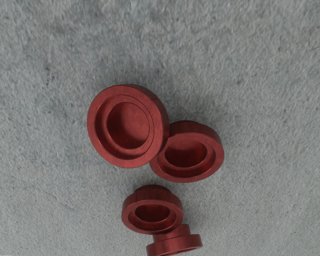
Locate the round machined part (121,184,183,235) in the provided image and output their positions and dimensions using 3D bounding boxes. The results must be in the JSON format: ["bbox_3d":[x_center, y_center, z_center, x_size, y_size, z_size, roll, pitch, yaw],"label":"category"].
[{"bbox_3d":[-0.012,0.130,0.507,0.099,0.042,0.097,-1,130,0],"label":"round machined part"}]

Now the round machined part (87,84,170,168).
[{"bbox_3d":[-0.034,-0.005,0.372,0.098,0.042,0.097,5,103,20],"label":"round machined part"}]

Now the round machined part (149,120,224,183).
[{"bbox_3d":[0.034,0.028,0.419,0.099,0.042,0.097,-1,132,-1],"label":"round machined part"}]

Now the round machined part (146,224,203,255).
[{"bbox_3d":[0.023,0.200,0.551,0.099,0.042,0.098,-11,154,-5],"label":"round machined part"}]
